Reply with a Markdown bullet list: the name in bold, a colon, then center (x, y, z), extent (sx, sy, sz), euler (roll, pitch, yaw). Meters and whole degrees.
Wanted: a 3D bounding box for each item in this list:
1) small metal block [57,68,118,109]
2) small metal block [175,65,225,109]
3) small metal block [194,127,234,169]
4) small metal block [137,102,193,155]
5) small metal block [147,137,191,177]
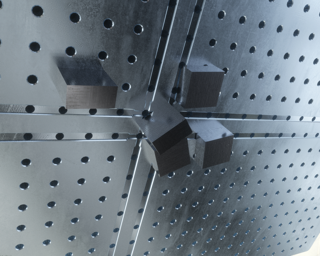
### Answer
- **small metal block**: center (-0.078, -0.042, 0.327), extent (0.050, 0.050, 0.025), euler (-3, 120, -28)
- **small metal block**: center (0.052, -0.055, 0.408), extent (0.050, 0.025, 0.050), euler (-5, 121, -26)
- **small metal block**: center (0.083, 0.030, 0.478), extent (0.050, 0.025, 0.050), euler (-12, 124, -22)
- **small metal block**: center (0.005, -0.001, 0.399), extent (0.050, 0.050, 0.025), euler (-35, 129, -6)
- **small metal block**: center (0.013, 0.035, 0.442), extent (0.050, 0.025, 0.050), euler (-22, 127, -15)
